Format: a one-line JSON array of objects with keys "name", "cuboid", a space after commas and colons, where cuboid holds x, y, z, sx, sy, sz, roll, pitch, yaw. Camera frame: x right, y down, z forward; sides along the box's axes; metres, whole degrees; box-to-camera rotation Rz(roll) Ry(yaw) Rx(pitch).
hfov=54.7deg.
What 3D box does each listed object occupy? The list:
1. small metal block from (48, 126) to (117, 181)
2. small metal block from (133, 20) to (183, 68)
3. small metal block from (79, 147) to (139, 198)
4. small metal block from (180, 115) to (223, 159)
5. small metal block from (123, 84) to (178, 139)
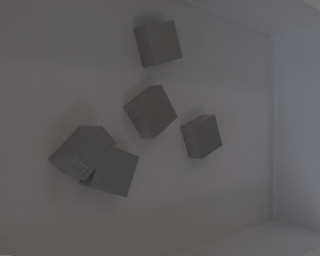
[{"name": "small metal block", "cuboid": [-0.081, 0.024, 0.322, 0.050, 0.050, 0.025, -52, 121, -27]}, {"name": "small metal block", "cuboid": [-0.002, -0.110, 0.404, 0.050, 0.025, 0.050, -24, 105, -38]}, {"name": "small metal block", "cuboid": [-0.058, 0.048, 0.358, 0.050, 0.025, 0.050, 27, 73, -37]}, {"name": "small metal block", "cuboid": [0.062, 0.012, 0.458, 0.050, 0.025, 0.050, -26, 107, -37]}, {"name": "small metal block", "cuboid": [-0.011, -0.020, 0.397, 0.050, 0.025, 0.050, -43, 116, -32]}]
